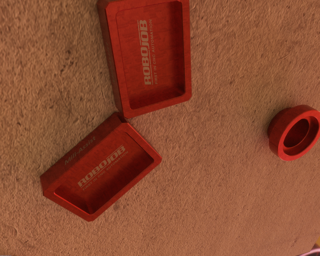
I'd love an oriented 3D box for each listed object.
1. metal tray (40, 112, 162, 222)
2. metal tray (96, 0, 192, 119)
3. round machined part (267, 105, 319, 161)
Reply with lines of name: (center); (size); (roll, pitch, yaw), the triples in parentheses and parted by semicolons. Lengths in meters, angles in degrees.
metal tray: (-0.072, 0.053, 0.397); (0.130, 0.030, 0.090); (-41, 130, -1)
metal tray: (-0.012, -0.082, 0.347); (0.091, 0.030, 0.129); (-18, 126, -18)
round machined part: (0.223, 0.004, 0.523); (0.099, 0.042, 0.097); (-14, 125, -21)
